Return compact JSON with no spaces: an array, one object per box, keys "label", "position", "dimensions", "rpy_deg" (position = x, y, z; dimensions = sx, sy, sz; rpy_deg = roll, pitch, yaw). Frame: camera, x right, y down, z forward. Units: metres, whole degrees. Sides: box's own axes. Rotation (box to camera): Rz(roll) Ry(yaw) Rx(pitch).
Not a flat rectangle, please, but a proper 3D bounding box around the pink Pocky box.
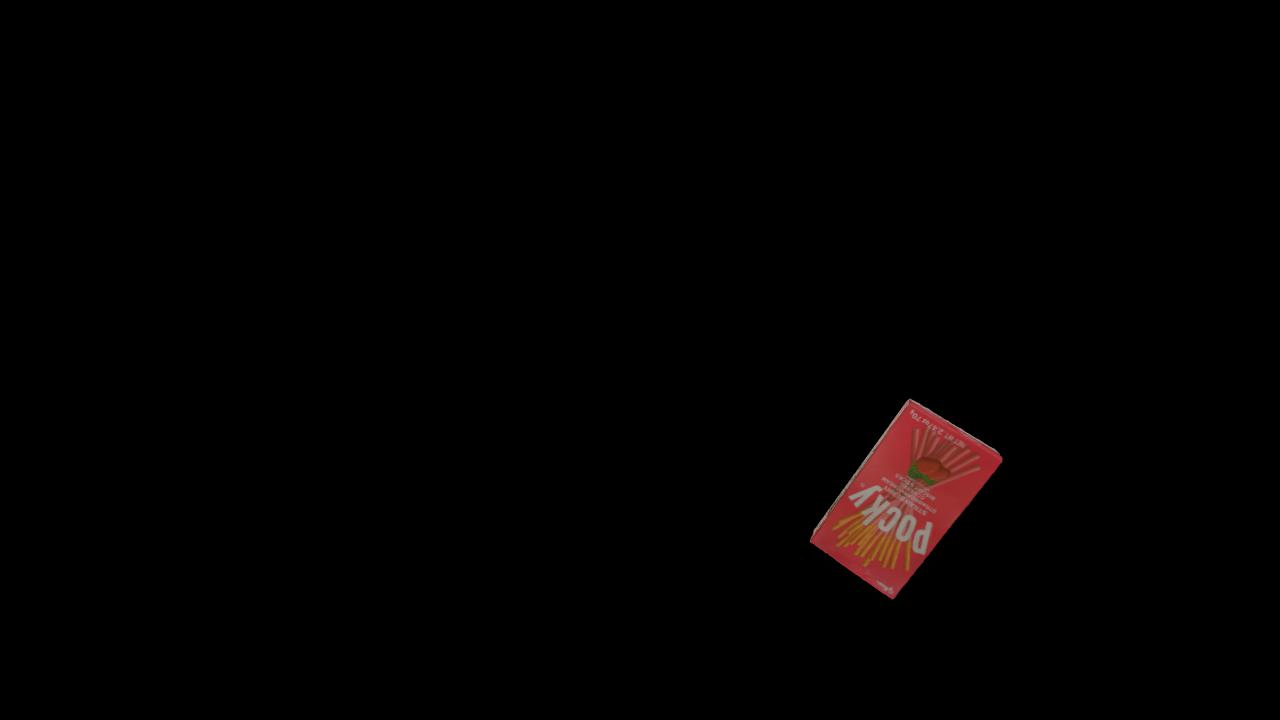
[{"label":"pink Pocky box","position":[0.223,0.120,0.527],"dimensions":[0.084,0.155,0.029],"rpy_deg":[34,16,15]}]
